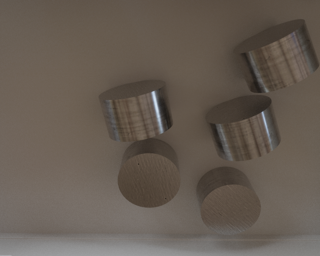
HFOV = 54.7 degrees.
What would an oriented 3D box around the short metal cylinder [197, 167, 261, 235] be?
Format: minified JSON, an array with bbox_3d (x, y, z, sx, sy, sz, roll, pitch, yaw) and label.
[{"bbox_3d":[0.094,0.102,0.437,0.081,0.050,0.079,0,110,-1],"label":"short metal cylinder"}]

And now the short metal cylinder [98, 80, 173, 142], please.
[{"bbox_3d":[-0.028,-0.023,0.373,0.080,0.080,0.050,-10,110,3],"label":"short metal cylinder"}]

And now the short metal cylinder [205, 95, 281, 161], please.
[{"bbox_3d":[0.102,-0.002,0.383,0.080,0.080,0.050,-19,109,6],"label":"short metal cylinder"}]

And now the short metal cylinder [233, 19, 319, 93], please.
[{"bbox_3d":[0.131,-0.082,0.354,0.080,0.080,0.050,-26,108,9],"label":"short metal cylinder"}]

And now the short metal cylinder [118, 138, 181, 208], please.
[{"bbox_3d":[-0.014,0.060,0.420,0.081,0.050,0.079,0,110,-1],"label":"short metal cylinder"}]
